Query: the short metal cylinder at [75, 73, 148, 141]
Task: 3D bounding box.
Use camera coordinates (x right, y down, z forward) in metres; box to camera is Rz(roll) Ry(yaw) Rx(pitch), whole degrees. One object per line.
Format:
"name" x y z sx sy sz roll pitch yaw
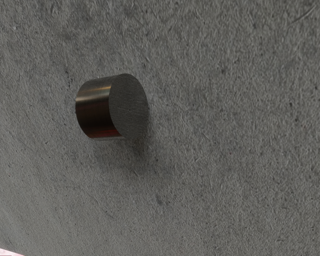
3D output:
"short metal cylinder" -0.058 -0.025 0.387 0.050 0.080 0.080 -4 116 30
